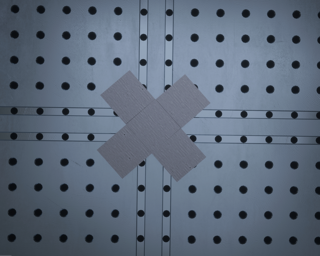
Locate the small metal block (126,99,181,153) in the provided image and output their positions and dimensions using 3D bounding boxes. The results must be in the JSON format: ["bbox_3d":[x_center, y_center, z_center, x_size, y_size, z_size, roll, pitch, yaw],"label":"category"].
[{"bbox_3d":[-0.009,-0.002,0.412,0.050,0.025,0.050,-41,91,0],"label":"small metal block"}]

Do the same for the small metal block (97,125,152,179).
[{"bbox_3d":[-0.046,0.031,0.413,0.050,0.025,0.050,-41,91,0],"label":"small metal block"}]

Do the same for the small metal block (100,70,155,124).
[{"bbox_3d":[-0.042,-0.040,0.413,0.050,0.025,0.050,-41,91,0],"label":"small metal block"}]

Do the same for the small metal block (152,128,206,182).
[{"bbox_3d":[0.025,0.035,0.414,0.050,0.025,0.050,-41,91,0],"label":"small metal block"}]

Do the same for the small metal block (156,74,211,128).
[{"bbox_3d":[0.030,-0.035,0.413,0.050,0.025,0.050,-41,91,0],"label":"small metal block"}]
